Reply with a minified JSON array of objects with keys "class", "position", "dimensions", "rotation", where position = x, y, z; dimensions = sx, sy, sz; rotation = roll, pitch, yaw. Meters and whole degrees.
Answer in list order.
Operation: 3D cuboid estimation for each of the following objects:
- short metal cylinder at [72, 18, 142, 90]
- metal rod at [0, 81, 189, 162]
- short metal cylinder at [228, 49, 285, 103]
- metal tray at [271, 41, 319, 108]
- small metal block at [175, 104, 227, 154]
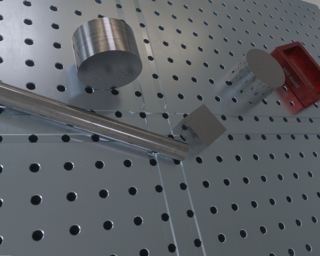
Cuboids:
[{"class":"short metal cylinder","position":[-0.067,-0.091,0.392],"dimensions":[0.081,0.080,0.050],"rotation":[-2,63,-29]},{"class":"metal rod","position":[-0.104,-0.014,0.360],"dimensions":[0.302,0.025,0.025],"rotation":[19,55,-17]},{"class":"short metal cylinder","position":[0.167,-0.090,0.537],"dimensions":[0.081,0.050,0.080],"rotation":[14,56,-21]},{"class":"metal tray","position":[0.288,-0.111,0.627],"dimensions":[0.091,0.030,0.130],"rotation":[-22,74,-36]},{"class":"small metal block","position":[0.058,0.001,0.439],"dimensions":[0.050,0.025,0.050],"rotation":[-35,82,-38]}]
